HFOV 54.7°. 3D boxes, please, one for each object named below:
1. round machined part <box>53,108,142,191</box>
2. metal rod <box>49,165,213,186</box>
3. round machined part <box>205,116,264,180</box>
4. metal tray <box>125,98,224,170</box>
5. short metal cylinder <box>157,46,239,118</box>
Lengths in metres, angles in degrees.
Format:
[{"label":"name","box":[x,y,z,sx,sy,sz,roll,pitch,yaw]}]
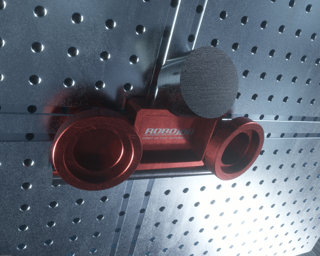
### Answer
[{"label":"round machined part","box":[-0.074,0.022,0.362,0.099,0.042,0.097,-8,118,-16]},{"label":"metal rod","box":[0.001,0.059,0.444,0.303,0.025,0.025,1,118,-29]},{"label":"round machined part","box":[0.105,0.026,0.463,0.099,0.042,0.097,-19,127,-27]},{"label":"metal tray","box":[0.014,0.009,0.416,0.131,0.030,0.089,0,119,-29]},{"label":"short metal cylinder","box":[0.044,-0.051,0.364,0.081,0.050,0.079,-1,93,-29]}]
